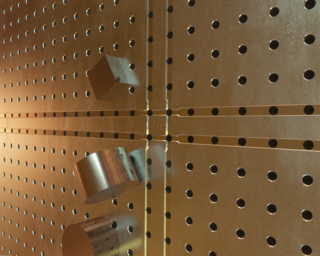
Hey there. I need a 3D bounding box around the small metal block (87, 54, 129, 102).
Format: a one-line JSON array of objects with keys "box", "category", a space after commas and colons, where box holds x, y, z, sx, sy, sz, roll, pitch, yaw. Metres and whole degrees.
[{"box": [-0.081, -0.076, 0.476, 0.050, 0.025, 0.050, -37, 68, 34], "category": "small metal block"}]

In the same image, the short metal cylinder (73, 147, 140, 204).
[{"box": [-0.075, 0.068, 0.436, 0.080, 0.081, 0.050, -37, 67, 34], "category": "short metal cylinder"}]

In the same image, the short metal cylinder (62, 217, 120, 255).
[{"box": [-0.108, 0.184, 0.483, 0.080, 0.050, 0.079, 0, 90, 40], "category": "short metal cylinder"}]
